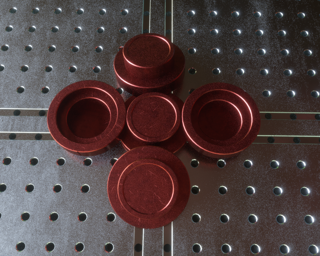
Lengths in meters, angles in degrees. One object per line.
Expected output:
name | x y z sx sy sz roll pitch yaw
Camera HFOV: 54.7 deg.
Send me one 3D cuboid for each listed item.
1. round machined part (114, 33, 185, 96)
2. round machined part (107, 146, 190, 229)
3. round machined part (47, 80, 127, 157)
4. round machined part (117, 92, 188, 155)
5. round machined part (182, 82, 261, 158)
round machined part | -0.014 -0.092 0.424 0.099 0.042 0.098 -1 56 1
round machined part | -0.013 0.069 0.365 0.099 0.042 0.097 0 85 0
round machined part | -0.091 -0.010 0.405 0.099 0.042 0.098 0 70 -1
round machined part | -0.008 -0.008 0.404 0.099 0.042 0.098 0 70 -1
round machined part | 0.077 -0.007 0.406 0.099 0.042 0.098 0 70 -1
